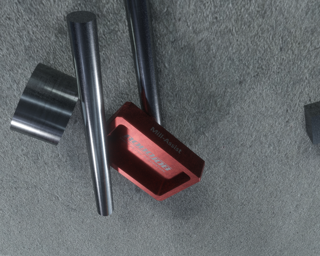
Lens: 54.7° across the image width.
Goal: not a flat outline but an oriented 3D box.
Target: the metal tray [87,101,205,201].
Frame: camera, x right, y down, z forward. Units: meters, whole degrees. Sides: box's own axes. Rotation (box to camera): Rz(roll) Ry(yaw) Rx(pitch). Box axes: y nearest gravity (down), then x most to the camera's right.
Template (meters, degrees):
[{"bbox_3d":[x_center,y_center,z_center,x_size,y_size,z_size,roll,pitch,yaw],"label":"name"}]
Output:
[{"bbox_3d":[-0.019,0.035,0.402,0.130,0.030,0.090,39,133,-14],"label":"metal tray"}]

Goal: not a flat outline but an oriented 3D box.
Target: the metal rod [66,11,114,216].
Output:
[{"bbox_3d":[-0.075,0.013,0.367,0.025,0.025,0.298,2,133,-2],"label":"metal rod"}]

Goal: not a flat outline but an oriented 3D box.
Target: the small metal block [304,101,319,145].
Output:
[{"bbox_3d":[0.219,-0.010,0.401,0.050,0.025,0.050,-16,129,13],"label":"small metal block"}]

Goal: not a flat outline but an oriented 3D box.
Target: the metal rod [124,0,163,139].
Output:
[{"bbox_3d":[-0.012,-0.036,0.375,0.025,0.025,0.298,-4,130,3],"label":"metal rod"}]

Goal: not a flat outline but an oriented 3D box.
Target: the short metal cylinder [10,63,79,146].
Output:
[{"bbox_3d":[-0.125,-0.026,0.348,0.050,0.080,0.080,23,126,-18],"label":"short metal cylinder"}]
